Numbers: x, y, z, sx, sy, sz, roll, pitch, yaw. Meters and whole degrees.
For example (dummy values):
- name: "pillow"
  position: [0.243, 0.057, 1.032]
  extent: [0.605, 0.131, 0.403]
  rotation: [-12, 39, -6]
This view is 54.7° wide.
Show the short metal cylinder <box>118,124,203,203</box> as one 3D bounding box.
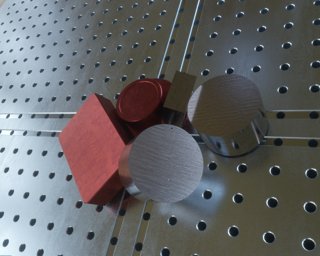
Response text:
- name: "short metal cylinder"
  position: [-0.001, 0.040, 0.336]
  extent: [0.080, 0.080, 0.050]
  rotation: [-67, 12, -19]

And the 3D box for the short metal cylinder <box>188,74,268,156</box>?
- name: "short metal cylinder"
  position: [0.078, -0.015, 0.355]
  extent: [0.080, 0.050, 0.080]
  rotation: [-13, 56, 21]

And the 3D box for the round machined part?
- name: "round machined part"
  position: [-0.020, -0.029, 0.420]
  extent: [0.098, 0.042, 0.098]
  rotation: [-13, 56, 21]

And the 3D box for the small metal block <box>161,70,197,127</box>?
- name: "small metal block"
  position: [0.022, -0.032, 0.372]
  extent: [0.025, 0.050, 0.050]
  rotation: [18, 67, 5]

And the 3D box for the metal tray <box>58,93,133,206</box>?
- name: "metal tray"
  position: [-0.082, 0.025, 0.413]
  extent: [0.090, 0.030, 0.130]
  rotation: [-48, 50, 14]
